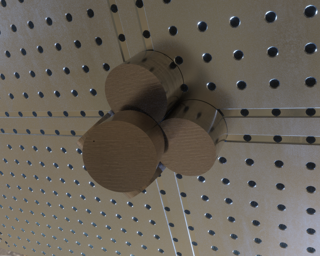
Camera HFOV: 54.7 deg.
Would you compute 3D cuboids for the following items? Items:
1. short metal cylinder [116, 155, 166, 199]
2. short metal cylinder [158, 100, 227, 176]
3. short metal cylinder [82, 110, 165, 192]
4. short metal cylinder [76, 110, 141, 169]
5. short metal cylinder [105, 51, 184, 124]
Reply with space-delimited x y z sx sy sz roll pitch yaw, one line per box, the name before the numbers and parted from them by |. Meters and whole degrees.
short metal cylinder | -0.032 0.049 0.421 0.050 0.080 0.080 47 129 -5
short metal cylinder | 0.037 0.012 0.381 0.080 0.050 0.079 13 124 20
short metal cylinder | -0.038 0.024 0.345 0.080 0.050 0.079 2 106 9
short metal cylinder | -0.065 0.012 0.415 0.050 0.080 0.080 47 129 -5
short metal cylinder | -0.018 -0.047 0.373 0.080 0.050 0.079 13 124 20
